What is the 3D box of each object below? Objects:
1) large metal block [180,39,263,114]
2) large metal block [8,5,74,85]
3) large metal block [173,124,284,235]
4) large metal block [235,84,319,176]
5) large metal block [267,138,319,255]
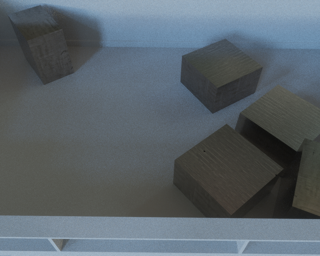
[{"bbox_3d":[0.087,-0.078,0.455,0.081,0.050,0.080,-26,55,-20],"label":"large metal block"},{"bbox_3d":[-0.181,-0.127,0.475,0.050,0.080,0.080,-29,56,-22],"label":"large metal block"},{"bbox_3d":[0.072,0.054,0.344,0.080,0.050,0.080,-32,57,-24],"label":"large metal block"},{"bbox_3d":[0.151,0.001,0.386,0.081,0.050,0.080,-33,57,-28],"label":"large metal block"},{"bbox_3d":[0.152,0.071,0.310,0.050,0.080,0.080,19,53,15],"label":"large metal block"}]
